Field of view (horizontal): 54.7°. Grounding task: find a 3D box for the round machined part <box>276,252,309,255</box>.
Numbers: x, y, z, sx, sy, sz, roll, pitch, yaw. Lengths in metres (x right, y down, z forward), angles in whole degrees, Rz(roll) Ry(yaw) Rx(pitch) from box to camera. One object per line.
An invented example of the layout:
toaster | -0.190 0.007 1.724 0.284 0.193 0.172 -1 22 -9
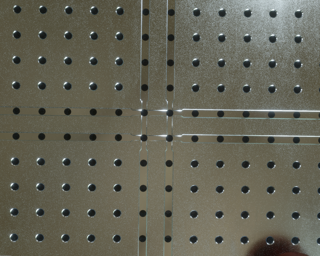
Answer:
round machined part | 0.174 0.211 0.406 0.099 0.042 0.097 0 90 0
